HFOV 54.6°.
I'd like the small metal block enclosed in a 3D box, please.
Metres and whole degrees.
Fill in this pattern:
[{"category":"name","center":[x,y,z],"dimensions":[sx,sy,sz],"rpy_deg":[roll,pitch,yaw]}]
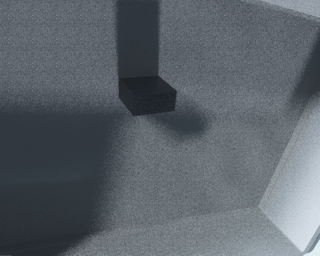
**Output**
[{"category":"small metal block","center":[-0.015,-0.039,0.360],"dimensions":[0.050,0.050,0.025],"rpy_deg":[-9,122,-24]}]
